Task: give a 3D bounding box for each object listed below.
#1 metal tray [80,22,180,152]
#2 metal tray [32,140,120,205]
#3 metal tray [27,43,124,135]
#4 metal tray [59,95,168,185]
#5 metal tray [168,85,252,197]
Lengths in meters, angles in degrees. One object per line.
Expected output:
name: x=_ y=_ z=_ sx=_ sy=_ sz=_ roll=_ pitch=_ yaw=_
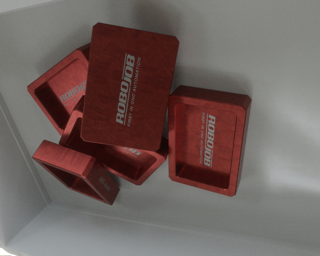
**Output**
metal tray: x=-0.035 y=-0.044 z=0.349 sx=0.091 sy=0.030 sz=0.129 roll=9 pitch=105 yaw=-4
metal tray: x=-0.122 y=0.071 z=0.472 sx=0.090 sy=0.030 sz=0.130 roll=16 pitch=154 yaw=19
metal tray: x=-0.117 y=-0.048 z=0.433 sx=0.130 sy=0.030 sz=0.090 roll=-22 pitch=107 yaw=36
metal tray: x=-0.062 y=0.021 z=0.420 sx=0.131 sy=0.030 sz=0.089 roll=29 pitch=137 yaw=-10
metal tray: x=0.057 y=0.017 z=0.383 sx=0.090 sy=0.030 sz=0.129 roll=12 pitch=124 yaw=21
